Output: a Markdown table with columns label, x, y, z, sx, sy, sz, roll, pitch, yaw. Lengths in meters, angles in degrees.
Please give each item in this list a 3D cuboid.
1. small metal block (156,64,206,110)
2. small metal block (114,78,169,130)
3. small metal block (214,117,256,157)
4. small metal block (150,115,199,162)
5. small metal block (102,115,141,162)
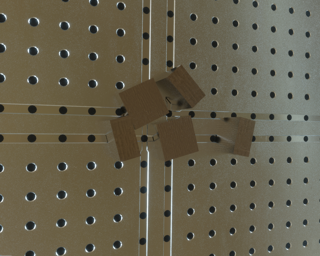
| label | x | y | z | sx | sy | sz | roll | pitch | yaw |
| --- | --- | --- | --- | --- | --- | --- | --- | --- | --- |
| small metal block | 0.025 | -0.052 | 0.408 | 0.025 | 0.050 | 0.050 | -44 | 104 | -14 |
| small metal block | -0.024 | -0.031 | 0.404 | 0.050 | 0.025 | 0.050 | -28 | 99 | -18 |
| small metal block | 0.105 | 0.012 | 0.437 | 0.025 | 0.050 | 0.050 | 13 | 86 | -20 |
| small metal block | 0.020 | 0.013 | 0.420 | 0.050 | 0.025 | 0.050 | -15 | 95 | -19 |
| small metal block | -0.048 | 0.012 | 0.381 | 0.025 | 0.050 | 0.050 | -16 | 96 | -19 |
